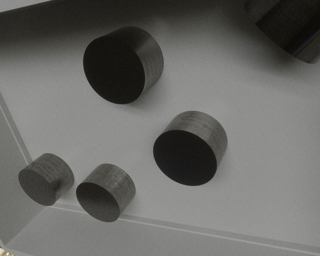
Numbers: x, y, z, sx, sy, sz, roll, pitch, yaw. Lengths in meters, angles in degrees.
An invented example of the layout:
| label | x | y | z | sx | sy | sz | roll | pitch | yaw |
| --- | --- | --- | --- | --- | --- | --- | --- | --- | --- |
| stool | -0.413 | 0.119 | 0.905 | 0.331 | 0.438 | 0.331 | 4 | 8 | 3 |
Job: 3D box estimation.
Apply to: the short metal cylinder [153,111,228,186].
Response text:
| label | x | y | z | sx | sy | sz | roll | pitch | yaw |
| --- | --- | --- | --- | --- | --- | --- | --- | --- | --- |
| short metal cylinder | 0.039 | 0.025 | 0.387 | 0.080 | 0.050 | 0.079 | 13 | 124 | 20 |

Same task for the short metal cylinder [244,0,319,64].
| label | x | y | z | sx | sy | sz | roll | pitch | yaw |
| --- | --- | --- | --- | --- | --- | --- | --- | --- | --- |
| short metal cylinder | 0.117 | -0.098 | 0.251 | 0.080 | 0.080 | 0.050 | 40 | 129 | 1 |

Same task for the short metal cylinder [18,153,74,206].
| label | x | y | z | sx | sy | sz | roll | pitch | yaw |
| --- | --- | --- | --- | --- | --- | --- | --- | --- | --- |
| short metal cylinder | -0.202 | 0.092 | 0.553 | 0.080 | 0.050 | 0.079 | 13 | 124 | 20 |

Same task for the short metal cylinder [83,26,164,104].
| label | x | y | z | sx | sy | sz | roll | pitch | yaw |
| --- | --- | --- | --- | --- | --- | --- | --- | --- | --- |
| short metal cylinder | -0.042 | -0.075 | 0.367 | 0.080 | 0.050 | 0.079 | 13 | 124 | 20 |

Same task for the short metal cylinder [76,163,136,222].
| label | x | y | z | sx | sy | sz | roll | pitch | yaw |
| --- | --- | --- | --- | --- | --- | --- | --- | --- | --- |
| short metal cylinder | -0.087 | 0.105 | 0.501 | 0.080 | 0.050 | 0.079 | 13 | 124 | 20 |
